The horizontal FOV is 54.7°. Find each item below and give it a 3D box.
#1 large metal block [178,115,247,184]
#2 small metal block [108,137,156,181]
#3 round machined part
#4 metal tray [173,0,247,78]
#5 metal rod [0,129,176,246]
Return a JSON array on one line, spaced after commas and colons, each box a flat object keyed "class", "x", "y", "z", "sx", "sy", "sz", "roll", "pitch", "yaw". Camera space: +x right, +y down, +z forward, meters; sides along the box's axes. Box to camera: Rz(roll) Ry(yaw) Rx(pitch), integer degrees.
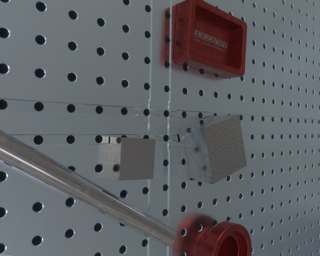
[{"class": "large metal block", "x": 0.079, "y": 0.028, "z": 0.460, "sx": 0.081, "sy": 0.050, "sz": 0.079, "roll": -18, "pitch": 102, "yaw": -39}, {"class": "small metal block", "x": -0.034, "y": 0.037, "z": 0.381, "sx": 0.050, "sy": 0.025, "sz": 0.050, "roll": 5, "pitch": 87, "yaw": -40}, {"class": "round machined part", "x": 0.096, "y": 0.193, "z": 0.480, "sx": 0.099, "sy": 0.042, "sz": 0.097, "roll": 0, "pitch": 90, "yaw": -40}, {"class": "metal tray", "x": 0.081, "y": -0.133, "z": 0.473, "sx": 0.131, "sy": 0.030, "sz": 0.089, "roll": 6, "pitch": 86, "yaw": -40}, {"class": "metal rod", "x": -0.085, "y": 0.067, "z": 0.338, "sx": 0.301, "sy": 0.025, "sz": 0.025, "roll": 40, "pitch": 66, "yaw": -33}]
